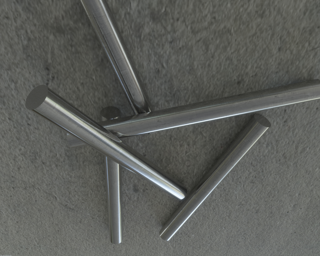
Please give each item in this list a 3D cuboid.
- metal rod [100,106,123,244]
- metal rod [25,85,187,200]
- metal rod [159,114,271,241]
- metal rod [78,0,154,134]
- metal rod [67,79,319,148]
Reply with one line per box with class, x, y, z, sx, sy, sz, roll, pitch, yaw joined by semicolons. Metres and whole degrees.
metal rod;-0.072;0.094;0.485;0.025;0.025;0.298;3;130;-3
metal rod;-0.036;0.038;0.380;0.025;0.025;0.300;-23;145;18
metal rod;0.071;0.094;0.488;0.025;0.025;0.298;19;128;-16
metal rod;-0.058;-0.108;0.314;0.025;0.025;0.299;-15;129;11
metal rod;0.042;-0.017;0.369;0.302;0.025;0.025;-11;130;-1
